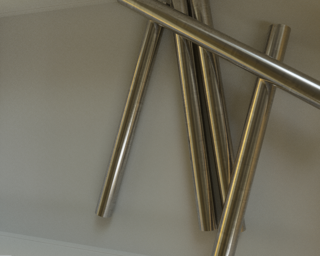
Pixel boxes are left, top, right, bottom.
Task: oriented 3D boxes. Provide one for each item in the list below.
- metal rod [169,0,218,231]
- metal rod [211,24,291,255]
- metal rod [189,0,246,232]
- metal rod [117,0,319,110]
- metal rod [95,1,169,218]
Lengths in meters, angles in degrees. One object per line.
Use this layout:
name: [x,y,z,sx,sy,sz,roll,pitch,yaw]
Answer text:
metal rod: [0.043,-0.022,0.395,0.025,0.025,0.298,-8,87,20]
metal rod: [0.102,0.028,0.355,0.025,0.025,0.298,14,88,19]
metal rod: [0.070,-0.023,0.385,0.025,0.025,0.298,-9,87,20]
metal rod: [0.071,-0.094,0.353,0.300,0.025,0.025,34,101,19]
metal rod: [-0.039,-0.022,0.424,0.025,0.025,0.298,18,96,19]
